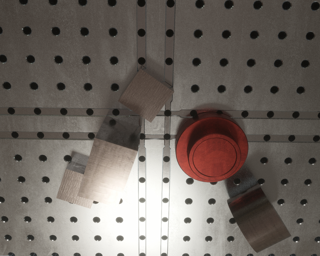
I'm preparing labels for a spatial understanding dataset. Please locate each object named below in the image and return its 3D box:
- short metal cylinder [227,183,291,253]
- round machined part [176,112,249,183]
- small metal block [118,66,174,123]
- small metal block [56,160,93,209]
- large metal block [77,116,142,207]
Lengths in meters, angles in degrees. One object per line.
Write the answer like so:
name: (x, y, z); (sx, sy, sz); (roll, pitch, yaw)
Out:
short metal cylinder: (0.137, 0.124, 0.432); (0.050, 0.080, 0.080); (-32, 107, 11)
round machined part: (0.070, 0.031, 0.417); (0.099, 0.042, 0.097); (0, 110, -1)
small metal block: (-0.018, -0.043, 0.397); (0.050, 0.025, 0.050); (34, 106, -12)
small metal block: (-0.113, 0.081, 0.442); (0.050, 0.025, 0.050); (20, 109, -8)
large metal block: (-0.062, 0.040, 0.398); (0.050, 0.080, 0.079); (18, 109, -7)
